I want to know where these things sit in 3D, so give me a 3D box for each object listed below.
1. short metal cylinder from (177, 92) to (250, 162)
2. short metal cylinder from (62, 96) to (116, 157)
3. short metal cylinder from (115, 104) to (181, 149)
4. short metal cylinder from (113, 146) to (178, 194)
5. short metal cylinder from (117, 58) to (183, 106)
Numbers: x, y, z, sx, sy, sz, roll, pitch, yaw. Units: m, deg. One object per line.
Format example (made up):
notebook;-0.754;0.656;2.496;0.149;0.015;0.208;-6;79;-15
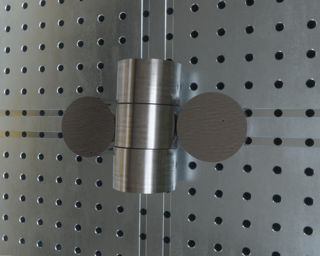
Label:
short metal cylinder;0.066;-0.001;0.375;0.080;0.050;0.079;0;90;19
short metal cylinder;-0.086;-0.002;0.428;0.080;0.050;0.079;0;90;19
short metal cylinder;-0.015;-0.002;0.387;0.080;0.080;0.050;2;91;19
short metal cylinder;-0.018;0.048;0.388;0.080;0.080;0.050;1;91;19
short metal cylinder;-0.013;-0.054;0.386;0.080;0.080;0.050;3;91;19
